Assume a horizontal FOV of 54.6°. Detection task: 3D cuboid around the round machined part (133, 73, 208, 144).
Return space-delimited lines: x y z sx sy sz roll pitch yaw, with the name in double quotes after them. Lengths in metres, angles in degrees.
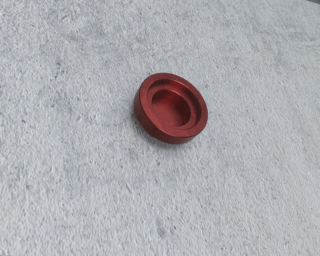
0.011 -0.022 0.411 0.099 0.042 0.098 13 56 -21 "round machined part"
